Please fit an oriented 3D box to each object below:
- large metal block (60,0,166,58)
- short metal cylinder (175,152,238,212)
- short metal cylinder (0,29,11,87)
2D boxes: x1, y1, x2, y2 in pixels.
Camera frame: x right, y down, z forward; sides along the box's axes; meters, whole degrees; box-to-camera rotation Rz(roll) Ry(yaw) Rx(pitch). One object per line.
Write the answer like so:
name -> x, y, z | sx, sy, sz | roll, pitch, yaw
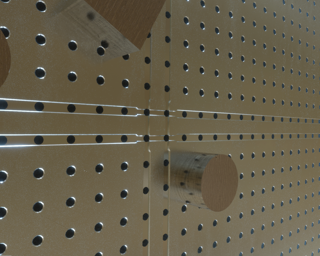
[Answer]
large metal block -> -0.049, -0.140, 0.351 | 0.080, 0.050, 0.080 | 37, 68, -34
short metal cylinder -> 0.069, 0.076, 0.451 | 0.081, 0.050, 0.079 | 0, 90, -40
short metal cylinder -> -0.171, -0.057, 0.250 | 0.081, 0.050, 0.079 | 0, 90, -40
